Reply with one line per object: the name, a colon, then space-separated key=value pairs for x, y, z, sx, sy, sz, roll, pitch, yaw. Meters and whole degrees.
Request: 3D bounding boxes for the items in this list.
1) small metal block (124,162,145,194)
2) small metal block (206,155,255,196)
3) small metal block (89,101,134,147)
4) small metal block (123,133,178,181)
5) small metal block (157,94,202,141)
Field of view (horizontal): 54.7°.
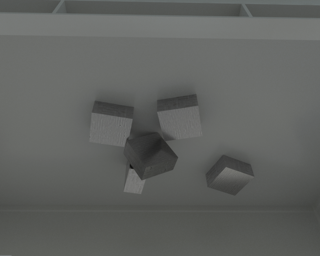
small metal block: x=-0.034 y=0.057 z=0.441 sx=0.025 sy=0.050 sz=0.050 roll=10 pitch=129 yaw=-9
small metal block: x=0.106 y=0.073 z=0.473 sx=0.050 sy=0.025 sz=0.050 roll=20 pitch=127 yaw=-17
small metal block: x=-0.064 y=-0.004 z=0.404 sx=0.050 sy=0.025 sz=0.050 roll=9 pitch=130 yaw=-8
small metal block: x=-0.013 y=0.036 z=0.411 sx=0.050 sy=0.050 sz=0.025 roll=-13 pitch=139 yaw=-34
small metal block: x=0.026 y=-0.013 z=0.399 sx=0.050 sy=0.025 sz=0.050 roll=-8 pitch=130 yaw=6
